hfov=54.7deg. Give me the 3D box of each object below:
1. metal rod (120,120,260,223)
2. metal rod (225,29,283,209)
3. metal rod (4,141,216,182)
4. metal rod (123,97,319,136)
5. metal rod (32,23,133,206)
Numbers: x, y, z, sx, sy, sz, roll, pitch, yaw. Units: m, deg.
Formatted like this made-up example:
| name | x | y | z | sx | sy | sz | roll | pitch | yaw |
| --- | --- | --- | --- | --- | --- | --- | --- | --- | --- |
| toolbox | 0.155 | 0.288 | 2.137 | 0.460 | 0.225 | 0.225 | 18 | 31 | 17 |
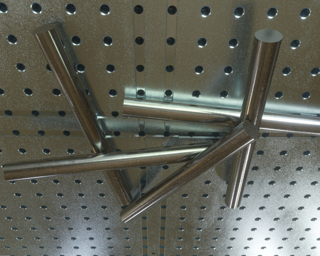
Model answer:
| name | x | y | z | sx | sy | sz | roll | pitch | yaw |
| --- | --- | --- | --- | --- | --- | --- | --- | --- | --- |
| metal rod | 0.021 | 0.078 | 0.443 | 0.025 | 0.025 | 0.298 | 26 | 136 | -21 |
| metal rod | 0.109 | 0.017 | 0.395 | 0.025 | 0.025 | 0.298 | -3 | 136 | 2 |
| metal rod | -0.048 | 0.043 | 0.419 | 0.302 | 0.025 | 0.025 | -5 | 131 | -7 |
| metal rod | 0.104 | -0.012 | 0.402 | 0.302 | 0.025 | 0.025 | 6 | 130 | -6 |
| metal rod | -0.089 | 0.008 | 0.416 | 0.025 | 0.025 | 0.298 | -10 | 130 | 7 |
